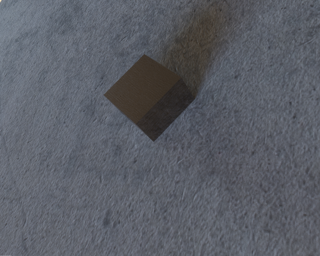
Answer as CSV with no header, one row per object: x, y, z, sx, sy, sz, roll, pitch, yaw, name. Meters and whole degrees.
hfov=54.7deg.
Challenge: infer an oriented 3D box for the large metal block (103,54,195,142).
-0.015,-0.042,0.420,0.080,0.050,0.080,-46,52,-4,large metal block
